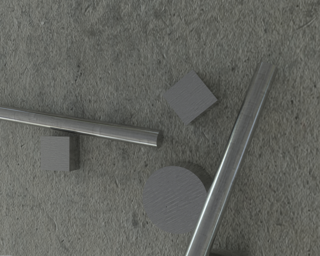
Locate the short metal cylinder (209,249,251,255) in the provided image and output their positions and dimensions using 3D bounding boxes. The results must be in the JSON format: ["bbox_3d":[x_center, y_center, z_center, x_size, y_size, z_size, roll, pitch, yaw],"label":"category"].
[{"bbox_3d":[0.078,0.181,0.352,0.050,0.080,0.080,-4,89,20],"label":"short metal cylinder"}]

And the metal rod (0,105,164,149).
[{"bbox_3d":[-0.140,-0.007,0.458,0.301,0.025,0.025,9,93,19],"label":"metal rod"}]

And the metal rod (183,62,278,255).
[{"bbox_3d":[0.069,0.064,0.342,0.025,0.025,0.299,20,80,19],"label":"metal rod"}]

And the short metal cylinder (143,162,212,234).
[{"bbox_3d":[0.025,0.084,0.387,0.080,0.050,0.079,0,90,20],"label":"short metal cylinder"}]

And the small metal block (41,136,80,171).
[{"bbox_3d":[-0.148,0.037,0.461,0.050,0.025,0.050,0,90,20],"label":"small metal block"}]

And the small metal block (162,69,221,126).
[{"bbox_3d":[0.040,-0.038,0.395,0.050,0.025,0.050,-40,78,15],"label":"small metal block"}]
